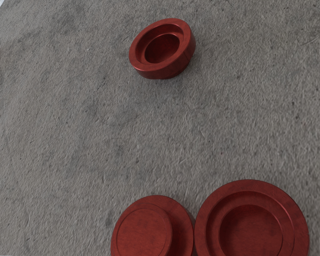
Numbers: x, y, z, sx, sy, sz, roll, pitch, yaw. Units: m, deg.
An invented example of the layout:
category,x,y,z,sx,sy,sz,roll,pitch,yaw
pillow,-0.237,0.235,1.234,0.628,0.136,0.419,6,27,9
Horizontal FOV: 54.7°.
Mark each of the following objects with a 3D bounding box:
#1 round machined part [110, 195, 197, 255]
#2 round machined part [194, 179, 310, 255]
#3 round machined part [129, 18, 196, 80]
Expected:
category,x,y,z,sx,sy,sz,roll,pitch,yaw
round machined part,-0.011,0.118,0.326,0.098,0.042,0.098,-13,56,21
round machined part,0.085,0.101,0.286,0.098,0.042,0.098,-13,56,21
round machined part,0.007,-0.111,0.458,0.098,0.042,0.098,-13,56,21
